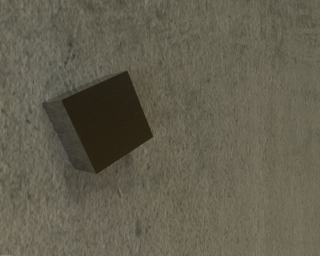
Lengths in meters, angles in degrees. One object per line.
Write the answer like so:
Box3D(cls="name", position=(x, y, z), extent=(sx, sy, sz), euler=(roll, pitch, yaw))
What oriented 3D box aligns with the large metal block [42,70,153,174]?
Box3D(cls="large metal block", position=(-0.065, -0.008, 0.336), extent=(0.081, 0.050, 0.080), euler=(-33, 111, -35))
